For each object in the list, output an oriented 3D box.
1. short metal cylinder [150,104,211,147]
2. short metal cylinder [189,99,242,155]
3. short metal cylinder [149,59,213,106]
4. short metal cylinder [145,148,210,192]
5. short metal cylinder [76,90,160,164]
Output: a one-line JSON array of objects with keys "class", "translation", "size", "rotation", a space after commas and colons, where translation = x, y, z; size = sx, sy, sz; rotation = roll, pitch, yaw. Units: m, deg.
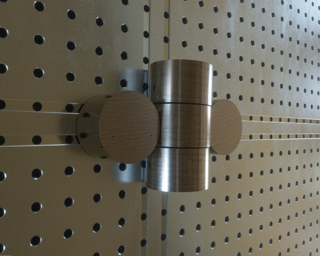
[{"class": "short metal cylinder", "translation": [0.025, -0.002, 0.395], "size": [0.081, 0.080, 0.050], "rotation": [2, 89, -40]}, {"class": "short metal cylinder", "translation": [0.077, -0.001, 0.459], "size": [0.081, 0.050, 0.079], "rotation": [0, 90, -40]}, {"class": "short metal cylinder", "translation": [0.027, -0.053, 0.397], "size": [0.081, 0.080, 0.050], "rotation": [3, 88, -40]}, {"class": "short metal cylinder", "translation": [0.022, 0.049, 0.393], "size": [0.081, 0.080, 0.050], "rotation": [2, 89, -40]}, {"class": "short metal cylinder", "translation": [-0.047, -0.001, 0.354], "size": [0.081, 0.050, 0.079], "rotation": [0, 90, -40]}]
